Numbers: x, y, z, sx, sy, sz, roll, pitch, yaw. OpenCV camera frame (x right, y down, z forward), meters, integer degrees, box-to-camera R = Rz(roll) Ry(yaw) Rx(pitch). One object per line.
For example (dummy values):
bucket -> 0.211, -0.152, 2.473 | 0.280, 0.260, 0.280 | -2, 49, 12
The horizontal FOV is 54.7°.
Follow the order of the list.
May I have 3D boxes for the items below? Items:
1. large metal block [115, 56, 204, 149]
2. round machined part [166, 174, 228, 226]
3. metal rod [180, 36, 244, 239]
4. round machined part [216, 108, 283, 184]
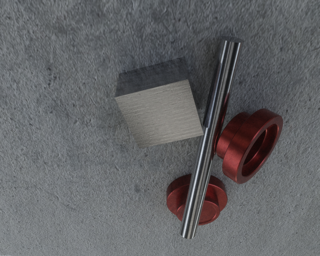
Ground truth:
large metal block -> 0.002, -0.028, 0.367 | 0.080, 0.050, 0.080 | -13, 129, 10
round machined part -> 0.060, 0.121, 0.500 | 0.099, 0.042, 0.097 | 0, 130, 0
metal rod -> 0.060, 0.034, 0.403 | 0.025, 0.025, 0.298 | 5, 120, -5
round machined part -> 0.109, 0.018, 0.391 | 0.099, 0.042, 0.097 | -32, 140, -31
